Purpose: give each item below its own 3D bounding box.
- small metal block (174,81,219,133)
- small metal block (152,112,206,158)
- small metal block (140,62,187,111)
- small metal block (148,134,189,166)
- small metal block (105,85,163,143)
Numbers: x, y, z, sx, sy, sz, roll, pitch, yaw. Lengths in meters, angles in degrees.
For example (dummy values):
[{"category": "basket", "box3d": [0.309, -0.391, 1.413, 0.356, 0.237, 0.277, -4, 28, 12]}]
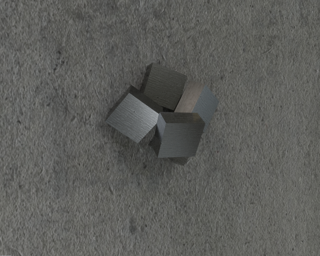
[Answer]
[{"category": "small metal block", "box3d": [0.050, -0.028, 0.418, 0.050, 0.025, 0.050, 38, 75, -51]}, {"category": "small metal block", "box3d": [0.022, 0.009, 0.381, 0.050, 0.025, 0.050, 0, 123, -20]}, {"category": "small metal block", "box3d": [0.003, -0.053, 0.413, 0.050, 0.025, 0.050, 18, 84, -20]}, {"category": "small metal block", "box3d": [0.020, 0.016, 0.419, 0.050, 0.025, 0.050, 34, 79, -17]}, {"category": "small metal block", "box3d": [-0.032, -0.017, 0.387, 0.050, 0.025, 0.050, 35, 114, -18]}]
